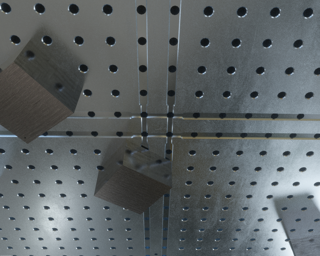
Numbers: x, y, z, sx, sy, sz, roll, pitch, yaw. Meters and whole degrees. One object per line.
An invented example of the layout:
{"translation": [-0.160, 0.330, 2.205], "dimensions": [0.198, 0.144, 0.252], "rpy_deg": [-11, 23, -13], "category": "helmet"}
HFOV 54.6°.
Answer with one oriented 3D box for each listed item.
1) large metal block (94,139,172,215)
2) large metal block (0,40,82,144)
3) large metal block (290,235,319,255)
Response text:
{"translation": [-0.039, 0.074, 0.458], "dimensions": [0.080, 0.050, 0.080], "rpy_deg": [29, 125, -22], "category": "large metal block"}
{"translation": [-0.153, -0.039, 0.361], "dimensions": [0.080, 0.050, 0.080], "rpy_deg": [-29, 124, 22], "category": "large metal block"}
{"translation": [0.307, 0.257, 0.596], "dimensions": [0.080, 0.080, 0.050], "rpy_deg": [-16, 128, 13], "category": "large metal block"}
